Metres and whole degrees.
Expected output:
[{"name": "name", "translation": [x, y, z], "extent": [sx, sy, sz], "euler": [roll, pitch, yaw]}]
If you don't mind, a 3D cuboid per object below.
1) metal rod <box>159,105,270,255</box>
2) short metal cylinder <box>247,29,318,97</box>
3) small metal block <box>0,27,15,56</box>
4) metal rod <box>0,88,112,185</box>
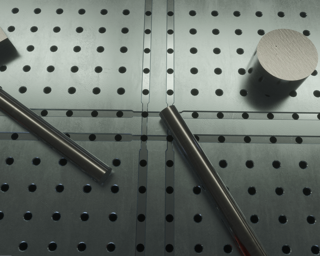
[{"name": "metal rod", "translation": [0.083, 0.099, 0.375], "extent": [0.025, 0.025, 0.299], "euler": [-28, 72, -10]}, {"name": "short metal cylinder", "translation": [0.168, -0.090, 0.432], "extent": [0.081, 0.050, 0.080], "euler": [0, 70, 0]}, {"name": "small metal block", "translation": [-0.254, -0.130, 0.457], "extent": [0.050, 0.025, 0.050], "euler": [-35, 74, -12]}, {"name": "metal rod", "translation": [-0.191, -0.021, 0.417], "extent": [0.300, 0.025, 0.025], "euler": [34, 74, 11]}]
